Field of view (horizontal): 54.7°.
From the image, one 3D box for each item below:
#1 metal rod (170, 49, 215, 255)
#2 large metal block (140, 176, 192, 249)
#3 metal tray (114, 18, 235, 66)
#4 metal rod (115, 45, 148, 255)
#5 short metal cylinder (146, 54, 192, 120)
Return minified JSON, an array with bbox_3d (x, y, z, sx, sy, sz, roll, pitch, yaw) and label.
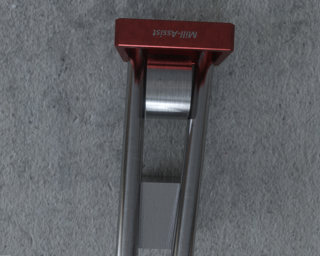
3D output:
[{"bbox_3d":[0.038,0.045,0.365,0.025,0.025,0.299,9,75,-1],"label":"metal rod"},{"bbox_3d":[0.002,0.105,0.397,0.081,0.050,0.079,2,90,-1],"label":"large metal block"},{"bbox_3d":[0.016,-0.102,0.378,0.131,0.090,0.030,2,90,-1],"label":"metal tray"},{"bbox_3d":[-0.033,0.042,0.365,0.025,0.025,0.299,2,75,-1],"label":"metal rod"},{"bbox_3d":[0.010,-0.050,0.384,0.050,0.080,0.079,2,90,-1],"label":"short metal cylinder"}]
